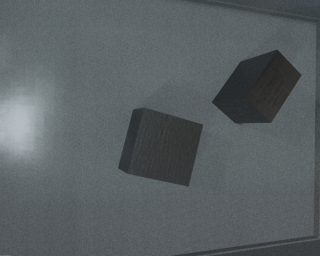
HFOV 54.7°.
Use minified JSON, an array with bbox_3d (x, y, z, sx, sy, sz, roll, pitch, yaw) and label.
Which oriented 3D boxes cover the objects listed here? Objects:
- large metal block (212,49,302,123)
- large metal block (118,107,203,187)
[{"bbox_3d":[0.131,-0.053,0.429,0.050,0.080,0.080,40,78,-16],"label":"large metal block"},{"bbox_3d":[0.000,0.024,0.397,0.081,0.050,0.080,15,85,-20],"label":"large metal block"}]
